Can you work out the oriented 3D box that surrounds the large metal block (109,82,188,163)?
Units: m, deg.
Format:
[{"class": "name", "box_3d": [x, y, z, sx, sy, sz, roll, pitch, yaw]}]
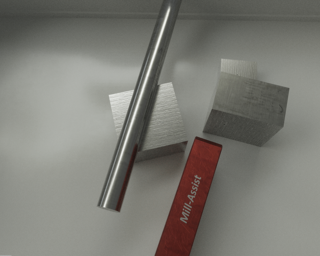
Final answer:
[{"class": "large metal block", "box_3d": [-0.015, -0.005, 0.398, 0.081, 0.050, 0.080, -12, 71, -5]}]

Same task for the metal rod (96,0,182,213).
[{"class": "metal rod", "box_3d": [-0.017, -0.050, 0.374, 0.025, 0.025, 0.299, 13, 68, 4]}]

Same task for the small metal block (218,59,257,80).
[{"class": "small metal block", "box_3d": [0.108, -0.067, 0.436, 0.050, 0.025, 0.050, 6, 70, 1]}]

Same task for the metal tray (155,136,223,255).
[{"class": "metal tray", "box_3d": [0.030, 0.084, 0.344, 0.030, 0.090, 0.130, 19, 71, 6]}]

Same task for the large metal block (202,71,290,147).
[{"class": "large metal block", "box_3d": [0.104, -0.020, 0.389, 0.080, 0.080, 0.050, 15, 71, 5]}]
